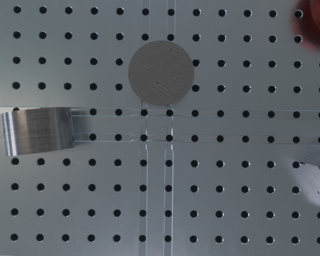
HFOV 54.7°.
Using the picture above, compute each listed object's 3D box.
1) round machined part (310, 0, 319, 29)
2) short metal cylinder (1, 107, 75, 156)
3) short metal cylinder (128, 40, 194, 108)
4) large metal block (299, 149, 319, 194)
[{"bbox_3d":[0.246,-0.163,0.407,0.099,0.042,0.097,0,90,0],"label":"round machined part"},{"bbox_3d":[-0.149,0.004,0.385,0.080,0.080,0.050,-7,90,0],"label":"short metal cylinder"},{"bbox_3d":[0.002,-0.067,0.401,0.081,0.050,0.079,0,90,0],"label":"short metal cylinder"},{"bbox_3d":[0.248,0.059,0.403,0.080,0.050,0.080,-32,90,0],"label":"large metal block"}]
